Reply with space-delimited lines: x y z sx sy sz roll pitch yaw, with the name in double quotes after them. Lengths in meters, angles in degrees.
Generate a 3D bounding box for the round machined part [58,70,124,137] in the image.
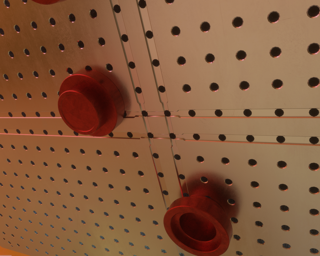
-0.103 -0.029 0.437 0.098 0.042 0.097 13 124 21 "round machined part"

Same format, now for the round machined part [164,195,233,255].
0.058 0.139 0.456 0.098 0.042 0.097 13 124 21 "round machined part"

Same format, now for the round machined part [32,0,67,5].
-0.125 -0.193 0.348 0.098 0.042 0.097 13 124 21 "round machined part"
